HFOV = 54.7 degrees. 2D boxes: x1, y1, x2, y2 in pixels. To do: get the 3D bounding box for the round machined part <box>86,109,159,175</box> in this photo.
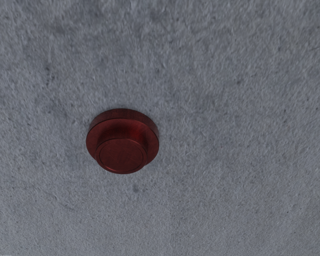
[{"bbox_3d":[-0.050,0.025,0.417,0.099,0.042,0.097,-1,130,0],"label":"round machined part"}]
